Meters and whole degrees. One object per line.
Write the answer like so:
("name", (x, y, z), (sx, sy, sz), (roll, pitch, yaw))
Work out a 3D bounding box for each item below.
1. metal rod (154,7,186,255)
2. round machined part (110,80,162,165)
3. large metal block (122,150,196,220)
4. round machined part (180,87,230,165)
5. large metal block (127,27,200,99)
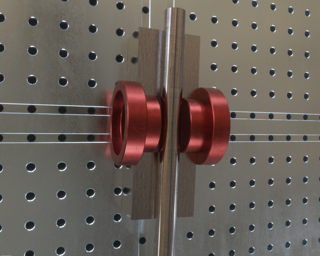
("metal rod", (0.011, 0.011, 0.363), (0.025, 0.025, 0.298), (3, 89, -20))
("round machined part", (-0.029, -0.005, 0.362), (0.042, 0.098, 0.097), (2, 90, -20))
("large metal block", (-0.002, 0.069, 0.398), (0.081, 0.050, 0.080), (3, 89, -20))
("round machined part", (0.047, -0.002, 0.391), (0.042, 0.098, 0.097), (2, 90, -15))
("large metal block", (0.003, -0.078, 0.400), (0.081, 0.050, 0.080), (2, 89, -20))
